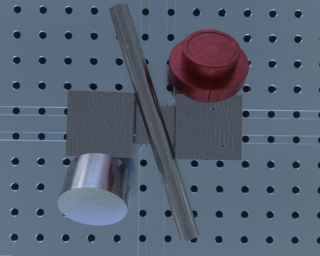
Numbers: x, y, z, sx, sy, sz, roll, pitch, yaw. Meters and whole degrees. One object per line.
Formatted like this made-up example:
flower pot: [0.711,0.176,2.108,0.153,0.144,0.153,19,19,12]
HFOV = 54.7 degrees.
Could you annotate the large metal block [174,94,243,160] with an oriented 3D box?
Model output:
large metal block: [0.060,-0.001,0.402,0.081,0.050,0.079,1,90,0]

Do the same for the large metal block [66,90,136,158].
large metal block: [-0.073,-0.005,0.401,0.081,0.050,0.079,2,90,0]

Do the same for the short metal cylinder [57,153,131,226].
short metal cylinder: [-0.078,0.076,0.379,0.080,0.050,0.079,1,133,1]

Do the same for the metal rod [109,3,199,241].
metal rod: [-0.007,-0.007,0.387,0.025,0.025,0.298,-17,90,0]

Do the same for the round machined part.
round machined part: [0.060,-0.083,0.381,0.099,0.042,0.098,1,55,-1]

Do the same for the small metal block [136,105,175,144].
small metal block: [-0.006,-0.004,0.414,0.050,0.025,0.050,1,90,0]
